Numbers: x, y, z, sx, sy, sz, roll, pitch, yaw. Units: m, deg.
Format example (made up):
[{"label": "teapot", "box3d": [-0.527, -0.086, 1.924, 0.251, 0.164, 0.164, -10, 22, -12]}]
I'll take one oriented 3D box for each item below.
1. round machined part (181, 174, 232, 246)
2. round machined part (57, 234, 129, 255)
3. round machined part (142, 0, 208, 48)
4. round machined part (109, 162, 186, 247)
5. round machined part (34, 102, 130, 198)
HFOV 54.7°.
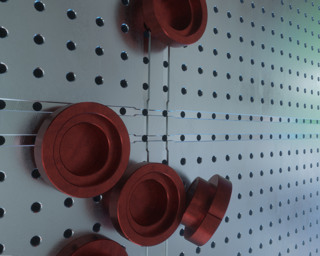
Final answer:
[{"label": "round machined part", "box3d": [0.055, 0.106, 0.423, 0.042, 0.098, 0.098, 29, 68, 1]}, {"label": "round machined part", "box3d": [-0.071, 0.172, 0.340, 0.099, 0.042, 0.097, 0, 90, -40]}, {"label": "round machined part", "box3d": [0.015, -0.156, 0.413, 0.099, 0.042, 0.097, 0, 90, -40]}, {"label": "round machined part", "box3d": [-0.019, 0.090, 0.381, 0.099, 0.042, 0.097, 1, 88, -36]}, {"label": "round machined part", "box3d": [-0.084, 0.022, 0.329, 0.099, 0.042, 0.097, 0, 90, -40]}]
